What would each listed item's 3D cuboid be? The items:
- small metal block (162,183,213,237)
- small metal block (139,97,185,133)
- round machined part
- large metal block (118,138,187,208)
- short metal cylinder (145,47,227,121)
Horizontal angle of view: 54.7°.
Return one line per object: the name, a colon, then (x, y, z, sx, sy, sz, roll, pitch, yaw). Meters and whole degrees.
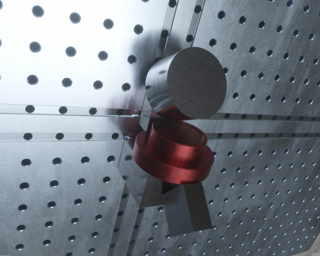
small metal block: (0.029, 0.094, 0.353, 0.025, 0.050, 0.050, 1, 156, -30)
small metal block: (0.005, -0.022, 0.401, 0.050, 0.025, 0.050, 1, 118, -29)
round machined part: (0.019, 0.022, 0.376, 0.099, 0.098, 0.042, 1, 118, -29)
large metal block: (-0.001, 0.055, 0.410, 0.081, 0.080, 0.050, 1, 118, -29)
short metal cylinder: (0.030, -0.049, 0.361, 0.081, 0.050, 0.080, 1, 88, -29)
